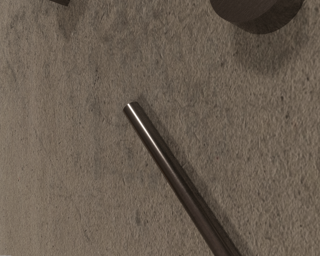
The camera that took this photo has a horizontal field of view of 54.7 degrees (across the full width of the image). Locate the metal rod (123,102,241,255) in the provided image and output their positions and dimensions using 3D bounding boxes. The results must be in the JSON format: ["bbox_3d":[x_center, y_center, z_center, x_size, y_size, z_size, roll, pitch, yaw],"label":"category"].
[{"bbox_3d":[0.036,0.084,0.373,0.025,0.025,0.299,-49,62,29],"label":"metal rod"}]

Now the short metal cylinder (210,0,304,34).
[{"bbox_3d":[0.096,-0.139,0.308,0.080,0.050,0.079,0,90,39],"label":"short metal cylinder"}]

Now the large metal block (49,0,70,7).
[{"bbox_3d":[-0.184,-0.263,0.517,0.080,0.081,0.050,-52,60,27],"label":"large metal block"}]
